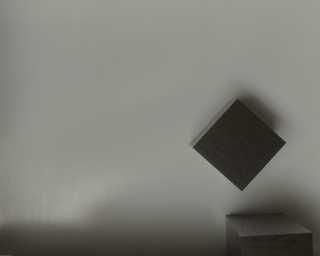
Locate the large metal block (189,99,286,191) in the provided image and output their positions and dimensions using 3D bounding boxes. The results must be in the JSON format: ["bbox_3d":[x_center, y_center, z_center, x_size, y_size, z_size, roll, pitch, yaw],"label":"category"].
[{"bbox_3d":[0.096,0.021,0.399,0.080,0.050,0.080,42,90,0],"label":"large metal block"}]

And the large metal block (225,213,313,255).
[{"bbox_3d":[0.131,0.143,0.385,0.080,0.080,0.050,-3,90,0],"label":"large metal block"}]
